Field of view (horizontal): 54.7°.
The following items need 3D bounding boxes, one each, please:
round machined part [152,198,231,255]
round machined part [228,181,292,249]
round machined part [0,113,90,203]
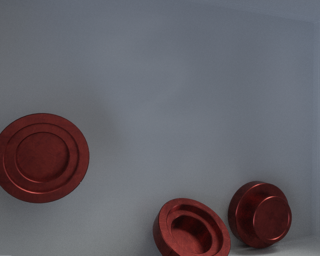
[{"bbox_3d":[0.036,0.142,0.397,0.099,0.098,0.042,11,124,-20],"label":"round machined part"},{"bbox_3d":[0.155,0.131,0.461,0.099,0.042,0.097,0,90,-21],"label":"round machined part"},{"bbox_3d":[-0.133,0.032,0.353,0.099,0.042,0.097,0,90,-21],"label":"round machined part"}]
